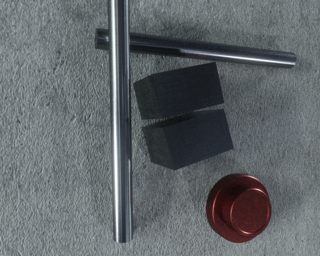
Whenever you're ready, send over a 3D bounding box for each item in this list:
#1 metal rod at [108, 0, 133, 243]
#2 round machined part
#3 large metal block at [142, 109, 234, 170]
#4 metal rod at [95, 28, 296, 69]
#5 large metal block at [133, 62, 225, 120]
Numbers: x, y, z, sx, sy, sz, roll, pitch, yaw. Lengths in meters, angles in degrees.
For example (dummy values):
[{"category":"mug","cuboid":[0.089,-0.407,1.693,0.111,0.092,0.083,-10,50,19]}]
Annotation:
[{"category":"metal rod","cuboid":[-0.047,-0.008,0.375,0.025,0.025,0.298,-3,97,-20]},{"category":"round machined part","cuboid":[0.120,0.117,0.446,0.099,0.042,0.097,0,90,-21]},{"category":"large metal block","cuboid":[0.032,0.012,0.393,0.081,0.080,0.050,-17,96,-20]},{"category":"metal rod","cuboid":[0.063,-0.108,0.433,0.303,0.025,0.025,1,90,-21]},{"category":"large metal block","cuboid":[0.020,-0.044,0.388,0.081,0.080,0.050,-15,95,-20]}]
